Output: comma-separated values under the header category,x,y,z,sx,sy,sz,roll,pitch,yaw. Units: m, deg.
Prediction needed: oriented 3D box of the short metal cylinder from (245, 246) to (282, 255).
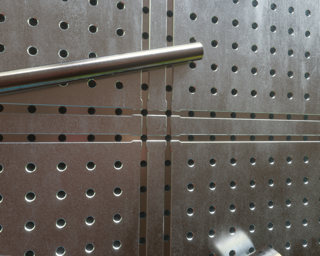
category,x,y,z,sx,sy,sz,roll,pitch,yaw
short metal cylinder,0.149,0.217,0.438,0.050,0.080,0.080,-20,97,-19

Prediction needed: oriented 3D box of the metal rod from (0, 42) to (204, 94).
category,x,y,z,sx,sy,sz,roll,pitch,yaw
metal rod,-0.084,-0.074,0.381,0.302,0.025,0.025,-14,95,-20
